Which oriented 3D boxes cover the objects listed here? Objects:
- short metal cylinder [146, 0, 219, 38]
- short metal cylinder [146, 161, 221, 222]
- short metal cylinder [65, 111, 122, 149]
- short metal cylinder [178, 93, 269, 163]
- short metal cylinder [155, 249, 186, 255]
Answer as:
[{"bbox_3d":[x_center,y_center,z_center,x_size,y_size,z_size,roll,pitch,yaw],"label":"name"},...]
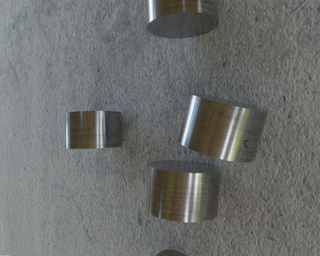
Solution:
[{"bbox_3d":[0.024,-0.139,0.349,0.080,0.081,0.050,-5,87,40],"label":"short metal cylinder"},{"bbox_3d":[0.026,0.067,0.348,0.080,0.081,0.050,6,94,40],"label":"short metal cylinder"},{"bbox_3d":[-0.096,0.003,0.448,0.080,0.081,0.050,-3,89,40],"label":"short metal cylinder"},{"bbox_3d":[0.063,-0.002,0.317,0.080,0.081,0.050,21,104,38],"label":"short metal cylinder"},{"bbox_3d":[0.006,0.192,0.364,0.050,0.081,0.080,-45,63,31],"label":"short metal cylinder"}]
